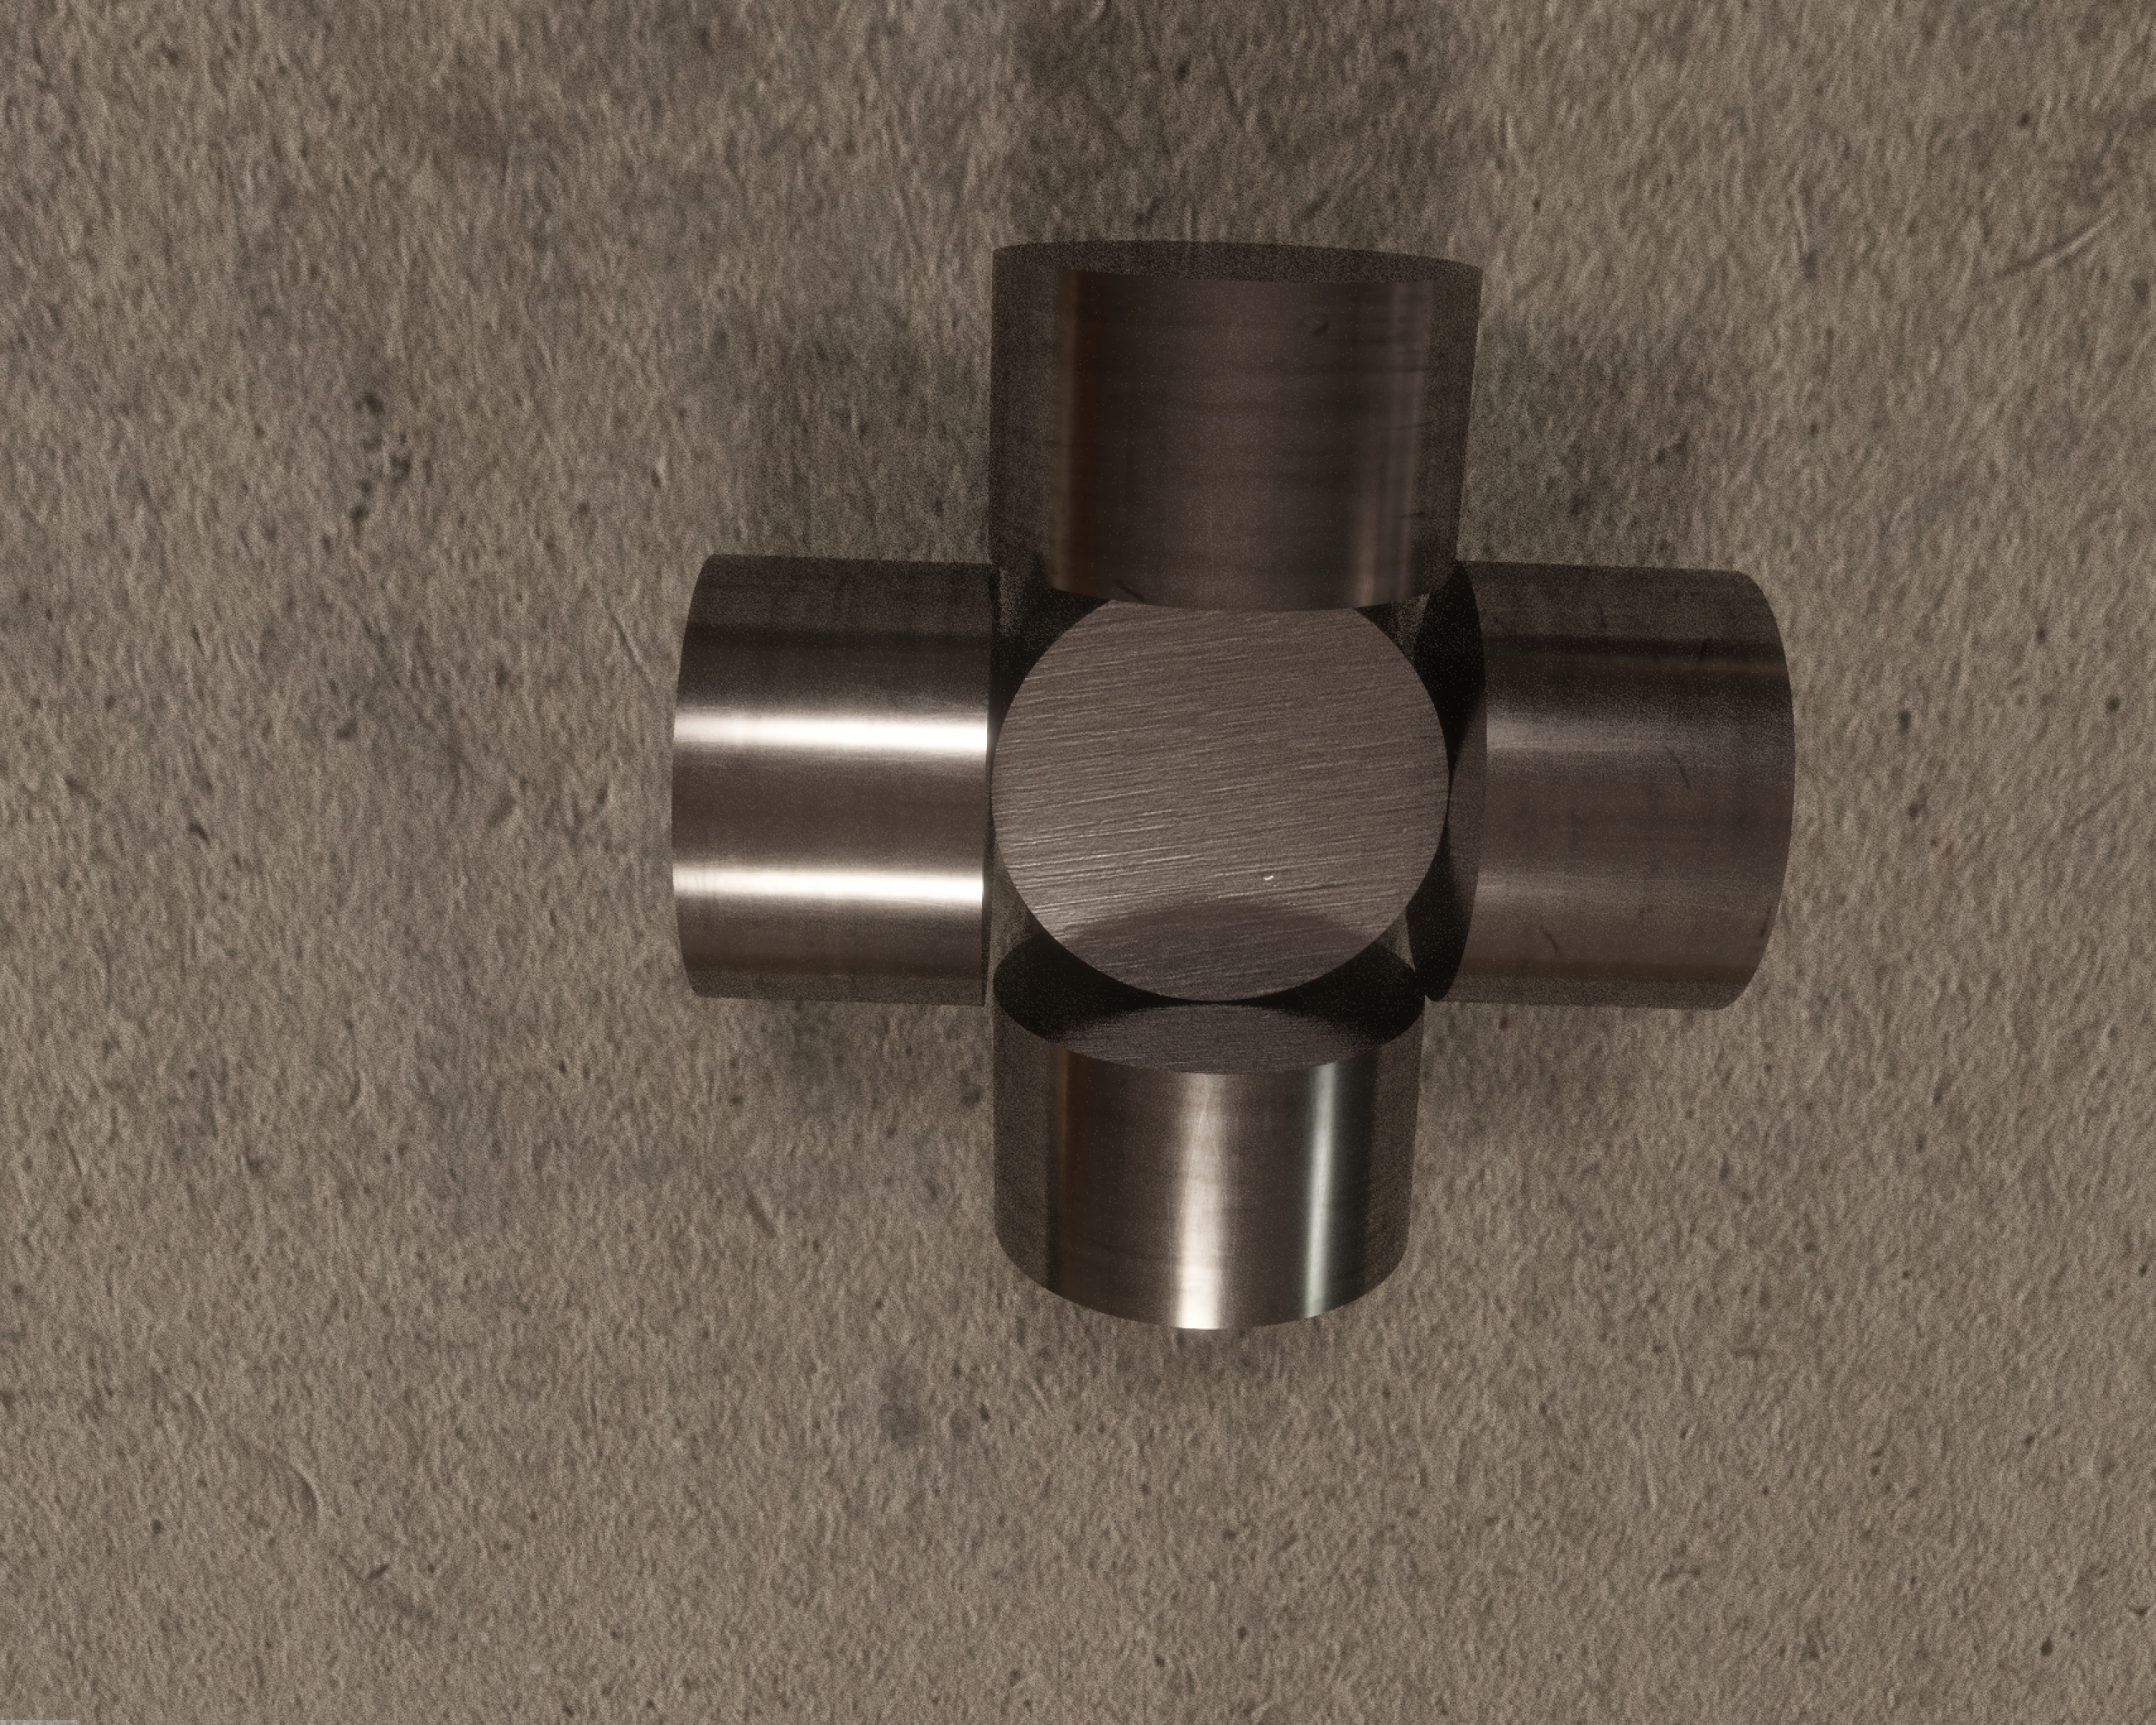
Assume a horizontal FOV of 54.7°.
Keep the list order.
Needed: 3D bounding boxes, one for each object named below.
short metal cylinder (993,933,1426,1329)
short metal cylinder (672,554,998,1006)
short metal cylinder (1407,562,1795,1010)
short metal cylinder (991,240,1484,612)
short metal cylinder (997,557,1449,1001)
[{"bbox_3d":[0.024,0.046,0.399,0.081,0.080,0.050,0,110,-1],"label":"short metal cylinder"},{"bbox_3d":[-0.041,-0.015,0.376,0.050,0.080,0.079,2,110,-1],"label":"short metal cylinder"},{"bbox_3d":[0.091,-0.014,0.378,0.050,0.080,0.079,2,110,-1],"label":"short metal cylinder"},{"bbox_3d":[0.025,-0.076,0.353,0.081,0.080,0.050,2,111,-1],"label":"short metal cylinder"},{"bbox_3d":[0.025,-0.021,0.391,0.081,0.050,0.079,0,110,-1],"label":"short metal cylinder"}]
